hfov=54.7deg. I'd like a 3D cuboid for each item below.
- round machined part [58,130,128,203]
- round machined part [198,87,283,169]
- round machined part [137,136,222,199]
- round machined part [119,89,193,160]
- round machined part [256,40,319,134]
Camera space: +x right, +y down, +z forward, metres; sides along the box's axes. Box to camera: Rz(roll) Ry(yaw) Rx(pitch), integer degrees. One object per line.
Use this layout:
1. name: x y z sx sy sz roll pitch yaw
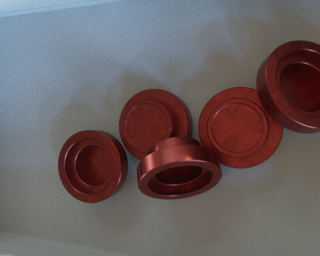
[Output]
1. round machined part: -0.089 0.051 0.433 0.098 0.042 0.097 0 90 20
2. round machined part: 0.094 0.000 0.368 0.098 0.042 0.097 0 90 20
3. round machined part: 0.021 0.046 0.372 0.098 0.098 0.042 -23 52 18
4. round machined part: -0.010 -0.003 0.405 0.098 0.042 0.097 0 90 20
5. round machined part: 0.149 -0.041 0.333 0.099 0.042 0.098 3 73 -9
